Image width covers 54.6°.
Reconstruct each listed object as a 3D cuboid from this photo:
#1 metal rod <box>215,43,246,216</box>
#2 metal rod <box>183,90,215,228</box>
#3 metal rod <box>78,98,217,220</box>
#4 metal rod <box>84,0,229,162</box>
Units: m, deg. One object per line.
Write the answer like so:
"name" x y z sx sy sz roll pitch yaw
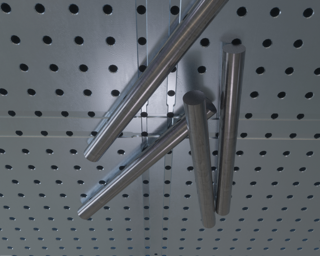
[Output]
"metal rod" 0.094 0.026 0.434 0.025 0.025 0.298 -4 130 3
"metal rod" 0.062 0.067 0.448 0.025 0.025 0.299 -8 136 6
"metal rod" -0.034 0.059 0.461 0.025 0.025 0.299 33 123 -25
"metal rod" -0.012 -0.055 0.364 0.025 0.025 0.299 28 125 -22
